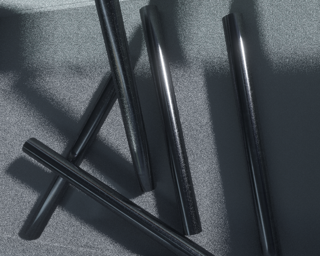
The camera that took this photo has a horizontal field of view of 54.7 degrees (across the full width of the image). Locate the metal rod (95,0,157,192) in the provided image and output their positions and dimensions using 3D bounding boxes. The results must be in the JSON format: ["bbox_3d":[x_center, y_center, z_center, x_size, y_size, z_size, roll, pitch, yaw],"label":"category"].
[{"bbox_3d":[-0.041,-0.056,0.360,0.025,0.025,0.298,-2,114,20],"label":"metal rod"}]

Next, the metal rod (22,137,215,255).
[{"bbox_3d":[-0.061,0.097,0.409,0.301,0.025,0.025,30,100,14],"label":"metal rod"}]

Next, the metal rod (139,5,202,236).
[{"bbox_3d":[0.013,-0.013,0.405,0.025,0.025,0.298,-12,86,19],"label":"metal rod"}]

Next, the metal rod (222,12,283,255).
[{"bbox_3d":[0.110,0.012,0.371,0.025,0.025,0.298,-9,87,20],"label":"metal rod"}]

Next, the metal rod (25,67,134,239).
[{"bbox_3d":[-0.122,0.037,0.453,0.025,0.025,0.299,34,101,17],"label":"metal rod"}]
